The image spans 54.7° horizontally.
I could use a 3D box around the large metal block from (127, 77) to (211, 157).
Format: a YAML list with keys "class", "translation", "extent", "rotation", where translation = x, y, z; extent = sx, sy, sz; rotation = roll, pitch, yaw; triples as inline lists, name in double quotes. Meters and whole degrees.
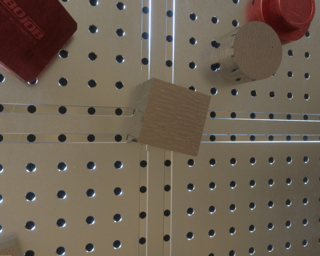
- class: "large metal block"
  translation: [0.011, -0.012, 0.403]
  extent: [0.081, 0.050, 0.080]
  rotation: [15, 85, -20]

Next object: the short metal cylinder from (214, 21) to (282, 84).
- class: "short metal cylinder"
  translation: [0.126, -0.106, 0.445]
  extent: [0.081, 0.050, 0.080]
  rotation: [0, 90, -20]

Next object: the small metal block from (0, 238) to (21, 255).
- class: "small metal block"
  translation: [-0.182, 0.160, 0.346]
  extent: [0.050, 0.025, 0.050]
  rotation: [-17, 96, -19]

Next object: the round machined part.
- class: "round machined part"
  translation: [0.196, -0.182, 0.475]
  extent: [0.099, 0.042, 0.097]
  rotation: [0, 90, -20]

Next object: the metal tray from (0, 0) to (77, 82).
- class: "metal tray"
  translation: [-0.155, -0.119, 0.312]
  extent: [0.090, 0.030, 0.130]
  rotation: [-55, 146, -11]
